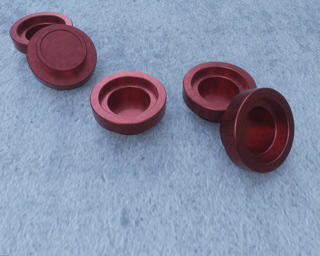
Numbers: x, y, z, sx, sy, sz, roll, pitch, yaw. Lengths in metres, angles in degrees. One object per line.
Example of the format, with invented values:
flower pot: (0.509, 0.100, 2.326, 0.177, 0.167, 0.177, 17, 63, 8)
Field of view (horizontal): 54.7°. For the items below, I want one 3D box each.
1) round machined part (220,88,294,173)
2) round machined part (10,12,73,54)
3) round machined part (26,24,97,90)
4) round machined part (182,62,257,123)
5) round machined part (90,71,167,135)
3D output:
round machined part: (0.111, 0.002, 0.369, 0.099, 0.098, 0.042, -34, 18, -25)
round machined part: (-0.191, -0.149, 0.515, 0.099, 0.042, 0.098, 0, 50, 0)
round machined part: (-0.142, -0.108, 0.452, 0.099, 0.042, 0.098, 3, 78, -15)
round machined part: (0.080, -0.046, 0.432, 0.099, 0.042, 0.098, 0, 50, 0)
round machined part: (-0.041, -0.029, 0.416, 0.099, 0.042, 0.098, 0, 50, 0)
